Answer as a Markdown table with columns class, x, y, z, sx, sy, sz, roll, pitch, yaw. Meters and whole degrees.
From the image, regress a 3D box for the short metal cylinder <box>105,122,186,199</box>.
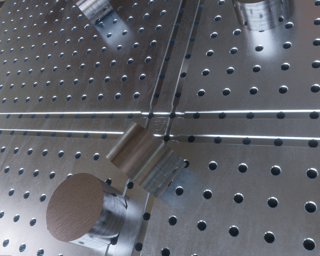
| class | x | y | z | sx | sy | sz | roll | pitch | yaw |
| --- | --- | --- | --- | --- | --- | --- | --- | --- | --- |
| short metal cylinder | -0.017 | 0.037 | 0.359 | 0.080 | 0.080 | 0.050 | 33 | 80 | 38 |

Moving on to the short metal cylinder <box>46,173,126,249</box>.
| class | x | y | z | sx | sy | sz | roll | pitch | yaw |
| --- | --- | --- | --- | --- | --- | --- | --- | --- | --- |
| short metal cylinder | -0.089 | 0.101 | 0.377 | 0.080 | 0.050 | 0.080 | -13 | 56 | 21 |

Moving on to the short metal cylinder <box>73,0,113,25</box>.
| class | x | y | z | sx | sy | sz | roll | pitch | yaw |
| --- | --- | --- | --- | --- | --- | --- | --- | --- | --- |
| short metal cylinder | -0.135 | -0.247 | 0.596 | 0.050 | 0.080 | 0.080 | -38 | 51 | 3 |

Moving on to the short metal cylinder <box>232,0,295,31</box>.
| class | x | y | z | sx | sy | sz | roll | pitch | yaw |
| --- | --- | --- | --- | --- | --- | --- | --- | --- | --- |
| short metal cylinder | 0.142 | -0.182 | 0.429 | 0.080 | 0.050 | 0.080 | -13 | 56 | 21 |
